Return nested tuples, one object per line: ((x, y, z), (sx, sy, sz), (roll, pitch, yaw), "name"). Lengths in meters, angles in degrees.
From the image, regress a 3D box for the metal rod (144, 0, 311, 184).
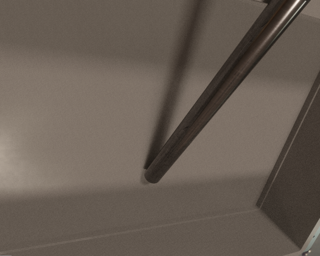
((0.047, -0.018, 0.345), (0.025, 0.025, 0.298), (0, 144, -29), "metal rod")
